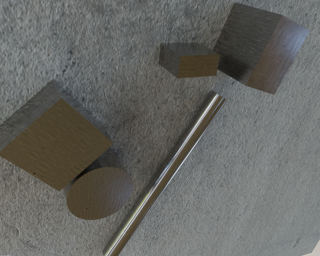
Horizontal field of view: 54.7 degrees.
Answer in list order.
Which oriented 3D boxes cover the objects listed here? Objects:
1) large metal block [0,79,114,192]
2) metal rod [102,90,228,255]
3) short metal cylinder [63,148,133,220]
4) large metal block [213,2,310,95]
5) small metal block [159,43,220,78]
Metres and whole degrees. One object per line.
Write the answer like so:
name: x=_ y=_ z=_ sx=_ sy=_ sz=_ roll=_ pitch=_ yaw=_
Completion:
large metal block: x=-0.112 y=0.009 z=0.335 sx=0.080 sy=0.050 sz=0.080 roll=-42 pitch=130 yaw=0
metal rod: x=0.002 y=0.077 z=0.455 sx=0.025 sy=0.025 sz=0.299 roll=24 pitch=105 yaw=-37
short metal cylinder: x=-0.080 y=0.067 z=0.389 sx=0.081 sy=0.050 sz=0.079 roll=-14 pitch=124 yaw=-21
large metal block: x=0.114 y=-0.097 z=0.374 sx=0.050 sy=0.080 sz=0.079 roll=10 pitch=113 yaw=-33
small metal block: x=0.033 y=-0.080 z=0.359 sx=0.050 sy=0.050 sz=0.025 roll=-8 pitch=122 yaw=-24
